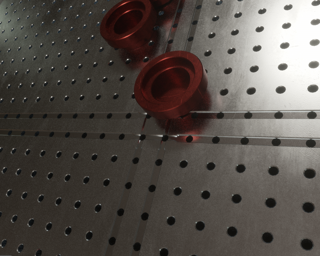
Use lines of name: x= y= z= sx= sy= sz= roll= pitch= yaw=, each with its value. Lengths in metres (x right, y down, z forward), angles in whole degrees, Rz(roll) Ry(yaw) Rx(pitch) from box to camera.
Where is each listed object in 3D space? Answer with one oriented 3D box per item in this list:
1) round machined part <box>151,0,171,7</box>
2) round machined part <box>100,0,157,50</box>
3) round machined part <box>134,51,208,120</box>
round machined part: x=-0.006 y=-0.256 z=0.554 sx=0.098 sy=0.042 sz=0.098 roll=-13 pitch=54 yaw=19
round machined part: x=-0.049 y=-0.173 z=0.528 sx=0.098 sy=0.042 sz=0.098 roll=-13 pitch=57 yaw=21
round machined part: x=0.018 y=-0.053 z=0.420 sx=0.098 sy=0.042 sz=0.098 roll=-13 pitch=56 yaw=20
